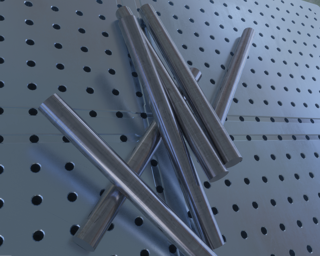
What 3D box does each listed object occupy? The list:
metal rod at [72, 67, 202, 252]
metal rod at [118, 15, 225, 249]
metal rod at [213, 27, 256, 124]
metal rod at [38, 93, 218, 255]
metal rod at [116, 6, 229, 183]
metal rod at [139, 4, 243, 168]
[{"bbox_3d":[-0.010,0.014,0.393,0.025,0.025,0.301,36,51,-4],"label":"metal rod"},{"bbox_3d":[0.010,-0.001,0.381,0.025,0.025,0.299,-15,80,-34],"label":"metal rod"},{"bbox_3d":[0.122,-0.085,0.524,0.025,0.025,0.301,33,51,-7],"label":"metal rod"},{"bbox_3d":[-0.009,0.081,0.326,0.300,0.025,0.025,46,51,-7],"label":"metal rod"},{"bbox_3d":[0.005,-0.062,0.421,0.025,0.025,0.299,-10,58,-32],"label":"metal rod"},{"bbox_3d":[0.032,-0.077,0.442,0.025,0.025,0.299,-5,55,-31],"label":"metal rod"}]
